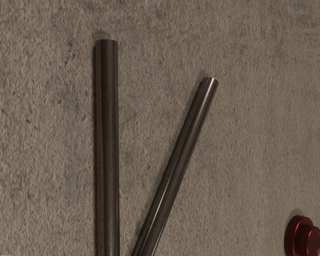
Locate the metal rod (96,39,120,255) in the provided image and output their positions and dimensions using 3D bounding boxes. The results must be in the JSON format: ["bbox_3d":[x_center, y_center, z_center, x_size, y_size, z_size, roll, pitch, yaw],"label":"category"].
[{"bbox_3d":[-0.060,0.051,0.356,0.025,0.025,0.298,-1,91,-40],"label":"metal rod"}]

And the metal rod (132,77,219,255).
[{"bbox_3d":[0.022,0.060,0.425,0.025,0.025,0.300,36,68,-35],"label":"metal rod"}]

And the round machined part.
[{"bbox_3d":[0.308,0.239,0.657,0.099,0.042,0.097,0,90,-40],"label":"round machined part"}]
